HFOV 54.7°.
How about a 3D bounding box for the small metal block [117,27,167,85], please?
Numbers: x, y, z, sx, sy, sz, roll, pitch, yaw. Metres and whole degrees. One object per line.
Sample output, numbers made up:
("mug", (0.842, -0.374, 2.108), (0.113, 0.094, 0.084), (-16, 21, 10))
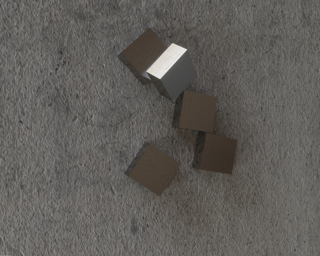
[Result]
("small metal block", (-0.018, -0.092, 0.402), (0.050, 0.025, 0.050), (-46, 104, -14))

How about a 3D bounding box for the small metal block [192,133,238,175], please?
("small metal block", (0.077, 0.036, 0.438), (0.050, 0.025, 0.050), (12, 86, -20))

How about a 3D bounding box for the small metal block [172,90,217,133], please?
("small metal block", (0.048, -0.022, 0.426), (0.050, 0.025, 0.050), (9, 87, -20))

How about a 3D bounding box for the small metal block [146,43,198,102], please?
("small metal block", (0.017, -0.070, 0.395), (0.050, 0.025, 0.050), (-49, 145, -10))

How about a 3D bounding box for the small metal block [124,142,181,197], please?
("small metal block", (-0.010, 0.053, 0.405), (0.050, 0.025, 0.050), (37, 78, -17))
